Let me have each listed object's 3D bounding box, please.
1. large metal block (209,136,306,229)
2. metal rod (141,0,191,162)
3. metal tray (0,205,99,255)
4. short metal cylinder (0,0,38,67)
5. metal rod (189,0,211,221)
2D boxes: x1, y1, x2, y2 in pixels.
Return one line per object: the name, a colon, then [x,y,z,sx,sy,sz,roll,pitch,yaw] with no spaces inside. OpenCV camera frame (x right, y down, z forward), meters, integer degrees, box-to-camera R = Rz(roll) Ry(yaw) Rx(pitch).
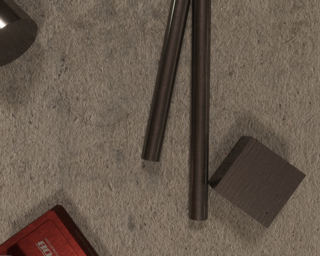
large metal block: [0.121,0.066,0.399,0.080,0.050,0.080,36,90,-1]
metal rod: [0.015,-0.104,0.410,0.025,0.025,0.298,11,90,-1]
metal tray: [-0.134,0.179,0.405,0.090,0.030,0.130,-36,90,-1]
short metal cylinder: [-0.200,-0.121,0.380,0.080,0.080,0.050,-45,91,0]
metal rod: [0.053,-0.030,0.410,0.025,0.025,0.298,1,90,-1]
